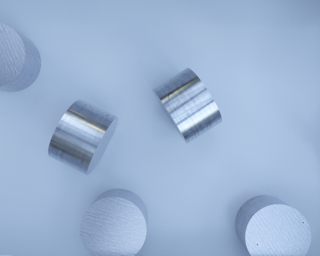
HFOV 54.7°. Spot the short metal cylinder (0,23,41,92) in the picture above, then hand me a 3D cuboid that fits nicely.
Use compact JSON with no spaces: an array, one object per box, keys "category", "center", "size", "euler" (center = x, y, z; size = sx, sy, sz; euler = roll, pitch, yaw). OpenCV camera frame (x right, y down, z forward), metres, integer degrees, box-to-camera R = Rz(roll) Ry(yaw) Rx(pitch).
[{"category":"short metal cylinder","center":[-0.202,-0.088,0.396],"size":[0.081,0.050,0.079],"euler":[0,90,-1]}]

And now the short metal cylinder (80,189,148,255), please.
[{"category":"short metal cylinder","center":[-0.056,0.123,0.398],"size":[0.081,0.050,0.079],"euler":[0,90,-1]}]

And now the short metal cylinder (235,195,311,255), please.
[{"category":"short metal cylinder","center":[0.144,0.132,0.401],"size":[0.081,0.050,0.079],"euler":[0,90,-1]}]

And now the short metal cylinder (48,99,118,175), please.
[{"category":"short metal cylinder","center":[-0.093,0.011,0.383],"size":[0.050,0.080,0.080],"euler":[26,90,0]}]

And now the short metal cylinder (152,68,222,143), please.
[{"category":"short metal cylinder","center":[0.033,-0.027,0.384],"size":[0.050,0.080,0.080],"euler":[-32,90,0]}]
